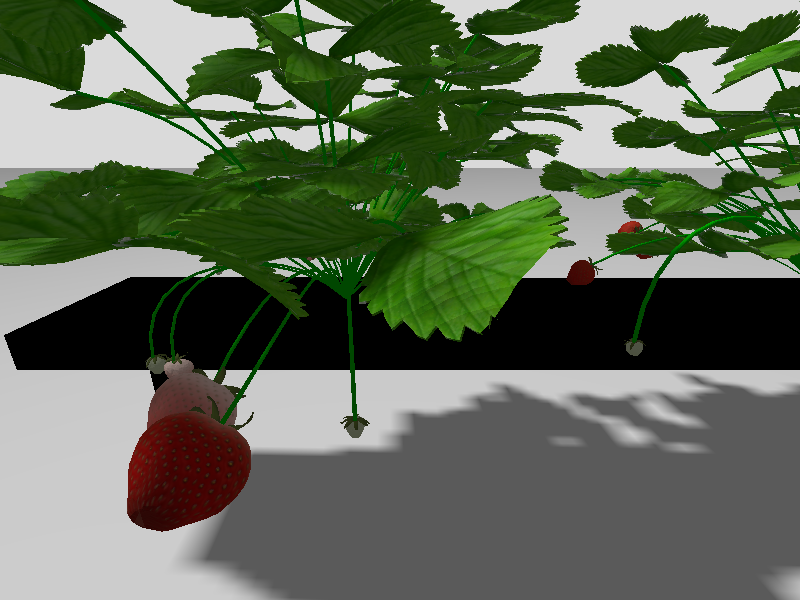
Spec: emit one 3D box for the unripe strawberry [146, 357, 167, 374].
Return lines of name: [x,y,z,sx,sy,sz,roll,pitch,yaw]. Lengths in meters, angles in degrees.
unripe strawberry: [-0.146,0.039,0.240,0.011,0.011,0.010,13,24,32]

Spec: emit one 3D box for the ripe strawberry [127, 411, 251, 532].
ripe strawberry: [-0.078,0.062,0.145,0.042,0.036,0.042,2,21,6]

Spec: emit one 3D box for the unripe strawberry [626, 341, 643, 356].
unripe strawberry: [0.154,0.032,0.264,0.010,0.010,0.011,-9,22,-23]

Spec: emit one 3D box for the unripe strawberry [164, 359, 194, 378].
unripe strawberry: [-0.127,0.041,0.231,0.016,0.016,0.014,10,23,26]

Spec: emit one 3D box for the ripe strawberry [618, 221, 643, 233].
ripe strawberry: [0.341,-0.100,0.597,0.033,0.035,0.035,-5,13,-13]

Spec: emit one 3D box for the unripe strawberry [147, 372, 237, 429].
unripe strawberry: [-0.095,0.051,0.179,0.038,0.032,0.038,4,27,12]

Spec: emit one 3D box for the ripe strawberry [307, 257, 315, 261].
ripe strawberry: [-0.119,-0.065,0.505,0.030,0.032,0.033,-9,21,-24]

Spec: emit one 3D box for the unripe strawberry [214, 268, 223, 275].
unripe strawberry: [-0.193,-0.032,0.427,0.010,0.010,0.009,8,22,22]

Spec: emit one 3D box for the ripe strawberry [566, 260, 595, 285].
ripe strawberry: [0.183,-0.027,0.407,0.027,0.023,0.027,-37,9,21]

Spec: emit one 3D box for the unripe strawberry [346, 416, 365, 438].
unripe strawberry: [-0.021,0.059,0.184,0.009,0.010,0.010,-3,20,-8]

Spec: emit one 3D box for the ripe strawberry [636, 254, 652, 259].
ripe strawberry: [0.312,-0.068,0.515,0.029,0.030,0.031,-11,22,-27]
